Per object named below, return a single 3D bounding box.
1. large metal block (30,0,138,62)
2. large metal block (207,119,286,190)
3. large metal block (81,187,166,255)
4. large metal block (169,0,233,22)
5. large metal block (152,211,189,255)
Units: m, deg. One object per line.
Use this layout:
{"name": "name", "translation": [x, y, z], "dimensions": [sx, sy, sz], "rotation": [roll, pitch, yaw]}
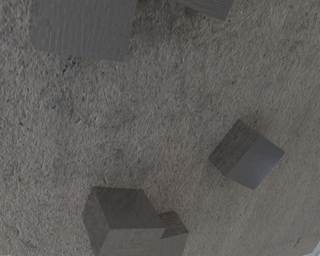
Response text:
{"name": "large metal block", "translation": [-0.070, -0.111, 0.283], "dimensions": [0.081, 0.050, 0.079], "rotation": [2, 118, -29]}
{"name": "large metal block", "translation": [0.138, 0.044, 0.493], "dimensions": [0.080, 0.050, 0.080], "rotation": [28, 103, -38]}
{"name": "large metal block", "translation": [-0.052, 0.127, 0.421], "dimensions": [0.081, 0.080, 0.050], "rotation": [11, 113, -33]}
{"name": "large metal block", "translation": [0.037, -0.163, 0.310], "dimensions": [0.081, 0.050, 0.079], "rotation": [7, 115, -32]}
{"name": "large metal block", "translation": [-0.008, 0.188, 0.502], "dimensions": [0.081, 0.050, 0.079], "rotation": [-3, 120, -27]}
